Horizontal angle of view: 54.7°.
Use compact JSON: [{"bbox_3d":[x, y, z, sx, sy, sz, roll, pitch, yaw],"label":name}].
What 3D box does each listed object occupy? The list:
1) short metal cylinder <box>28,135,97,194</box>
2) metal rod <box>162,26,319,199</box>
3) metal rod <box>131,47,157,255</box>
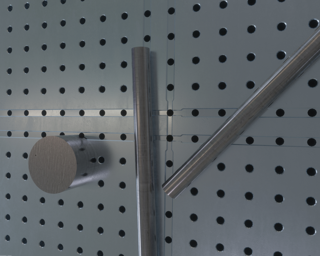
[{"bbox_3d":[-0.140,0.050,0.449,0.080,0.050,0.079,0,90,20],"label":"short metal cylinder"},{"bbox_3d":[0.111,-0.023,0.373,0.025,0.025,0.299,46,104,14],"label":"metal rod"},{"bbox_3d":[-0.021,0.042,0.419,0.025,0.025,0.298,-2,89,20],"label":"metal rod"}]
